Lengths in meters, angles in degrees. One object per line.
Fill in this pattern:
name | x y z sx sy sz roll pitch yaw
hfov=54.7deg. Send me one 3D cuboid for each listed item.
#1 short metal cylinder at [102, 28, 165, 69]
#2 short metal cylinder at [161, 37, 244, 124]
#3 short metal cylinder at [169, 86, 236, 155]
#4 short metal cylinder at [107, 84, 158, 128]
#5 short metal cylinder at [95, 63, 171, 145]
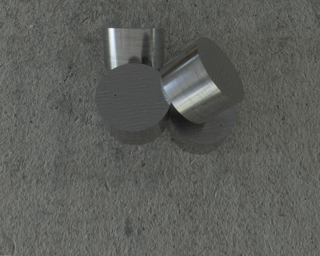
short metal cylinder | -0.034 -0.107 0.412 0.081 0.080 0.050 0 109 0
short metal cylinder | 0.047 -0.051 0.339 0.050 0.081 0.080 -32 67 34
short metal cylinder | 0.052 -0.011 0.400 0.081 0.050 0.080 0 70 0
short metal cylinder | -0.039 -0.030 0.406 0.081 0.050 0.080 0 70 0
short metal cylinder | -0.028 -0.026 0.351 0.081 0.050 0.080 0 70 0
